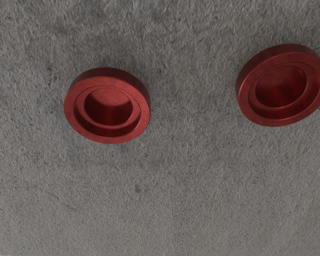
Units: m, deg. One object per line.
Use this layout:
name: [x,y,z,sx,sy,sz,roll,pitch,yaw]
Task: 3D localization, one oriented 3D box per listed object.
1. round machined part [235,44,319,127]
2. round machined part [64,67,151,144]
round machined part: [0.135,-0.051,0.353,0.099,0.042,0.097,0,130,0]
round machined part: [-0.060,-0.030,0.370,0.099,0.042,0.097,0,130,0]
